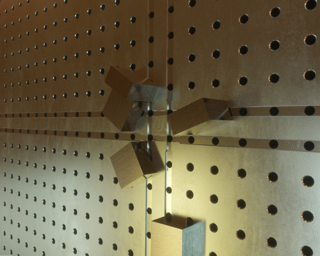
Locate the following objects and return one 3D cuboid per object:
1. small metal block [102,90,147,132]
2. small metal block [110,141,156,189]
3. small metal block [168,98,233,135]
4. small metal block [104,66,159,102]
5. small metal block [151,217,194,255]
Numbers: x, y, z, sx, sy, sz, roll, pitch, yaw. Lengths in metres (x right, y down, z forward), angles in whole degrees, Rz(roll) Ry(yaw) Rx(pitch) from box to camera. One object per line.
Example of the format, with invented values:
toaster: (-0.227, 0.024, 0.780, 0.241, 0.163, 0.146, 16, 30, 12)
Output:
small metal block: (-0.053, -0.030, 0.454, 0.050, 0.025, 0.050, 41, 115, 32)
small metal block: (-0.040, 0.053, 0.443, 0.050, 0.025, 0.050, -36, 68, 34)
small metal block: (0.046, -0.012, 0.356, 0.050, 0.050, 0.025, -25, 74, 37)
small metal block: (-0.039, -0.060, 0.426, 0.050, 0.050, 0.025, 40, 115, 33)
small metal block: (0.015, 0.146, 0.398, 0.050, 0.025, 0.050, 1, 91, 40)
